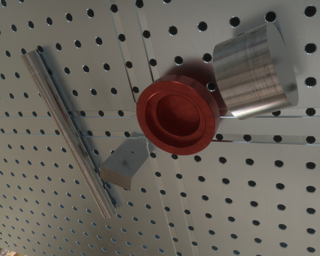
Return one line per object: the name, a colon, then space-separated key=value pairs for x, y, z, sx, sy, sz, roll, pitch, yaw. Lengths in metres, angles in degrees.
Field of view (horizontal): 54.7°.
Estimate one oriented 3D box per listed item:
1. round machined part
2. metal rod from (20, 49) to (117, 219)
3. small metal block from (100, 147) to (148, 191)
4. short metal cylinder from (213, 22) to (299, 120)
round machined part: x=0.025 y=-0.019 z=0.375 sx=0.098 sy=0.042 sz=0.097 roll=13 pitch=124 yaw=20
metal rod: x=-0.138 y=0.022 z=0.495 sx=0.025 sy=0.025 sz=0.298 roll=-7 pitch=115 yaw=31
small metal block: x=-0.053 y=0.059 z=0.458 sx=0.050 sy=0.050 sz=0.025 roll=19 pitch=126 yaw=17
short metal cylinder: x=0.092 y=-0.052 z=0.294 sx=0.050 sy=0.080 sz=0.080 roll=-17 pitch=110 yaw=34
